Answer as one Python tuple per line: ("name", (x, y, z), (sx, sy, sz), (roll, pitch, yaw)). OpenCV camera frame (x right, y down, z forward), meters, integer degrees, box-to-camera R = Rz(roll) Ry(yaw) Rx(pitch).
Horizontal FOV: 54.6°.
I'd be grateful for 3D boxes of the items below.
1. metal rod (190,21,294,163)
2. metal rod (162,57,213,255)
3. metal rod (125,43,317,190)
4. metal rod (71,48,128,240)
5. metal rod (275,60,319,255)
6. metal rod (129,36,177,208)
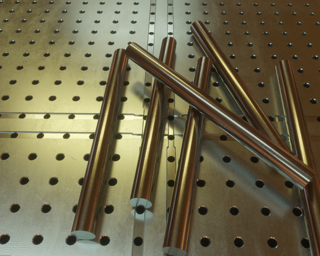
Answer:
("metal rod", (0.109, -0.073, 0.469), (0.025, 0.025, 0.300), (-13, 51, -10))
("metal rod", (0.043, 0.009, 0.400), (0.025, 0.025, 0.300), (8, 50, 7))
("metal rod", (0.059, -0.030, 0.399), (0.025, 0.025, 0.300), (-35, 60, -26))
("metal rod", (-0.070, -0.005, 0.412), (0.025, 0.025, 0.300), (2, 50, 2))
("metal rod", (0.178, 0.016, 0.394), (0.025, 0.025, 0.300), (5, 50, 4))
("metal rod", (-0.003, -0.032, 0.434), (0.025, 0.025, 0.300), (5, 50, 5))
